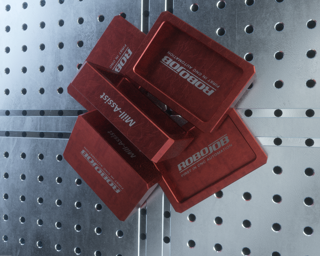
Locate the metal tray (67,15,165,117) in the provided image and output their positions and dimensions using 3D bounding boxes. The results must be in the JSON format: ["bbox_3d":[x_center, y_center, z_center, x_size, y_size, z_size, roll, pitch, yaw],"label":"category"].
[{"bbox_3d":[-0.058,-0.076,0.428,0.090,0.030,0.130,40,102,15],"label":"metal tray"}]

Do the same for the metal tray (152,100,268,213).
[{"bbox_3d":[0.055,0.036,0.389,0.130,0.030,0.090,-35,79,16],"label":"metal tray"}]

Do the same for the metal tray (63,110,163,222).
[{"bbox_3d":[-0.068,0.050,0.413,0.130,0.030,0.089,44,129,14],"label":"metal tray"}]

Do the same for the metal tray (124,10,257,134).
[{"bbox_3d":[0.034,-0.065,0.365,0.130,0.030,0.090,38,102,15],"label":"metal tray"}]

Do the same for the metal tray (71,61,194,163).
[{"bbox_3d":[-0.028,-0.019,0.354,0.130,0.090,0.030,42,103,14],"label":"metal tray"}]
